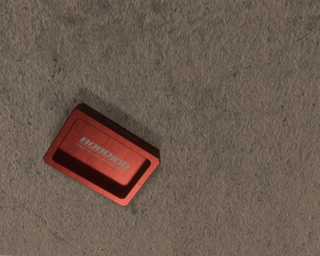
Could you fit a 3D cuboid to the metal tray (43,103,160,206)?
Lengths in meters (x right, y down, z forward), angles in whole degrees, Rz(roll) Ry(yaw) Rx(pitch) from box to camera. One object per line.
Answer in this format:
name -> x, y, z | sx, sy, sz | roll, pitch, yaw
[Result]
metal tray -> -0.076, 0.038, 0.419 | 0.130, 0.030, 0.090 | 33, 107, -12
